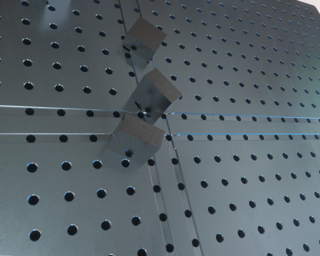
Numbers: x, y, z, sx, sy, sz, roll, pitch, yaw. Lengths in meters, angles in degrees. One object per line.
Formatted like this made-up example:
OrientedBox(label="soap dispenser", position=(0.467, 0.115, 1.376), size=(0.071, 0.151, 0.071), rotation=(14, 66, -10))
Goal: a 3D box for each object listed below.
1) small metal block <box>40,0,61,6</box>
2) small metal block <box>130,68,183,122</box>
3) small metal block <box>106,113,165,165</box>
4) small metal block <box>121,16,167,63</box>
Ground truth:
OrientedBox(label="small metal block", position=(-0.148, -0.209, 0.441), size=(0.025, 0.050, 0.050), rotation=(45, 51, 2))
OrientedBox(label="small metal block", position=(-0.006, -0.044, 0.417), size=(0.050, 0.050, 0.025), rotation=(46, 51, 3))
OrientedBox(label="small metal block", position=(-0.030, 0.014, 0.369), size=(0.050, 0.050, 0.025), rotation=(26, 53, -13))
OrientedBox(label="small metal block", position=(-0.024, -0.138, 0.481), size=(0.050, 0.025, 0.050), rotation=(33, 51, -8))
